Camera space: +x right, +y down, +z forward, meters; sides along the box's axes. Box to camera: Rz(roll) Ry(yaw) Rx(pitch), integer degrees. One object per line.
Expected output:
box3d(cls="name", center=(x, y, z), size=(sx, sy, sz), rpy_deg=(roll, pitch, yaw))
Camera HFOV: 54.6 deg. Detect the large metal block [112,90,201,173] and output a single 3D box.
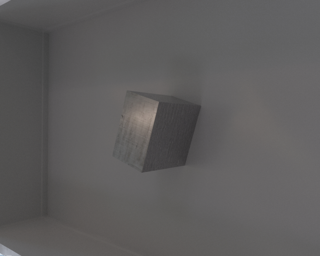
box3d(cls="large metal block", center=(-0.003, 0.003, 0.374), size=(0.050, 0.081, 0.080), rpy_deg=(23, 105, 38))
